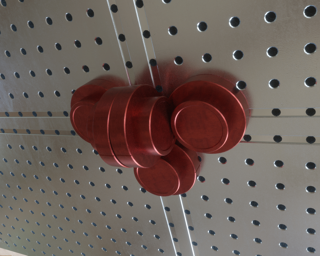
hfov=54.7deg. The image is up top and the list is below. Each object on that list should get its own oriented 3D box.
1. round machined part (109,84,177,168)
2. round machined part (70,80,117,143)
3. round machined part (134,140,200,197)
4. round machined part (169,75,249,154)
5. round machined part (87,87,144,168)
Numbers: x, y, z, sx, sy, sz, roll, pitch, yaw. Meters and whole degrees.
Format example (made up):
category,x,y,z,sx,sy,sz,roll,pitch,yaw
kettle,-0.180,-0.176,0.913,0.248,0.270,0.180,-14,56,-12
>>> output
category,x,y,z,sx,sy,sz,roll,pitch,yaw
round machined part,-0.013,-0.002,0.361,0.042,0.098,0.097,-1,118,28
round machined part,-0.086,-0.015,0.434,0.098,0.042,0.097,13,124,20
round machined part,0.003,0.056,0.432,0.098,0.042,0.097,13,124,20
round machined part,0.051,-0.010,0.365,0.098,0.042,0.097,13,124,20
round machined part,-0.052,-0.001,0.381,0.042,0.098,0.097,1,119,27
